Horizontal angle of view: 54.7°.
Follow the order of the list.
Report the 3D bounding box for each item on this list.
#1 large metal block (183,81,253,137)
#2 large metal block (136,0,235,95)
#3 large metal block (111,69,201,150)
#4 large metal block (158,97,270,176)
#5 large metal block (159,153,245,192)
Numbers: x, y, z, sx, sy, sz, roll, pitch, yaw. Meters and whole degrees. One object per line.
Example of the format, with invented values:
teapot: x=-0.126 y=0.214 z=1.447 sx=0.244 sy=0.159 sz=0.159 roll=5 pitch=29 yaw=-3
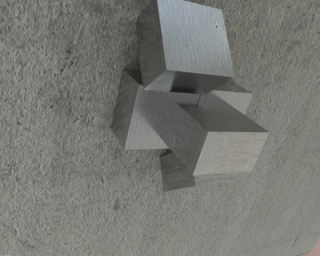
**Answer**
large metal block: x=0.065 y=-0.022 z=0.414 sx=0.081 sy=0.050 sz=0.079 roll=1 pitch=118 yaw=-29
large metal block: x=0.025 y=-0.084 z=0.328 sx=0.081 sy=0.050 sz=0.080 roll=1 pitch=74 yaw=-29
large metal block: x=-0.007 y=-0.022 z=0.374 sx=0.081 sy=0.050 sz=0.079 roll=1 pitch=118 yaw=-29
large metal block: x=0.056 y=0.007 z=0.345 sx=0.081 sy=0.080 sz=0.050 roll=1 pitch=118 yaw=-29
large metal block: x=0.056 y=0.057 z=0.432 sx=0.081 sy=0.080 sz=0.050 roll=0 pitch=75 yaw=-29
